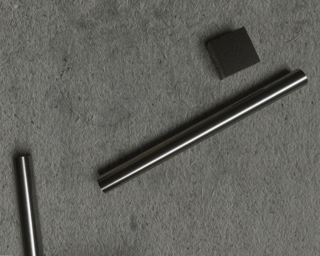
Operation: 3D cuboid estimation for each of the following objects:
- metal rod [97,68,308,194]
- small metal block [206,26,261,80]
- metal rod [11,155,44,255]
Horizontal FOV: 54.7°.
[{"bbox_3d":[0.055,0.004,0.410,0.301,0.025,0.025,-28,90,0],"label":"metal rod"},{"bbox_3d":[0.096,-0.098,0.411,0.050,0.025,0.050,-25,90,0],"label":"small metal block"},{"bbox_3d":[-0.165,0.186,0.408,0.025,0.025,0.298,-7,90,0],"label":"metal rod"}]
